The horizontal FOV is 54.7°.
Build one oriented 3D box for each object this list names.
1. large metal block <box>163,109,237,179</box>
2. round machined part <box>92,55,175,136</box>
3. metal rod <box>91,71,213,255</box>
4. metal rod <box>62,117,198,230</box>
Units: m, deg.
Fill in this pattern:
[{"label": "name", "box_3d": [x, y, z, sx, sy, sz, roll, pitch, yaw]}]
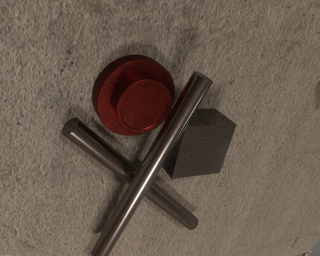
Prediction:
[{"label": "large metal block", "box_3d": [0.048, 0.020, 0.431, 0.081, 0.050, 0.079, -2, 119, -28]}, {"label": "round machined part", "box_3d": [-0.025, -0.032, 0.363, 0.099, 0.042, 0.097, -14, 124, -21]}, {"label": "metal rod", "box_3d": [-0.020, 0.063, 0.400, 0.025, 0.025, 0.298, 15, 115, -35]}, {"label": "metal rod", "box_3d": [-0.023, 0.082, 0.446, 0.025, 0.025, 0.300, -43, 130, 1]}]
